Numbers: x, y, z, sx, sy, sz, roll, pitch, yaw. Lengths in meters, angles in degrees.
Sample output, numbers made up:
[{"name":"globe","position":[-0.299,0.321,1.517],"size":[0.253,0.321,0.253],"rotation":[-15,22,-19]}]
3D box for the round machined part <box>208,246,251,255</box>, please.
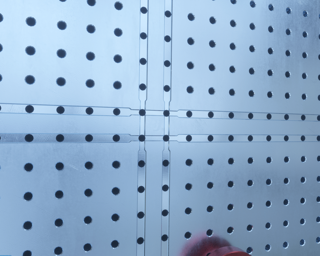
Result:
[{"name":"round machined part","position":[0.093,0.216,0.440],"size":[0.099,0.042,0.097],"rotation":[0,90,-21]}]
